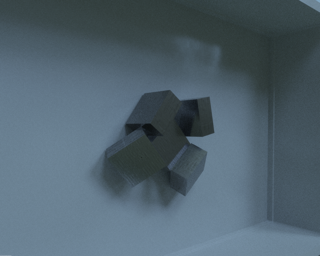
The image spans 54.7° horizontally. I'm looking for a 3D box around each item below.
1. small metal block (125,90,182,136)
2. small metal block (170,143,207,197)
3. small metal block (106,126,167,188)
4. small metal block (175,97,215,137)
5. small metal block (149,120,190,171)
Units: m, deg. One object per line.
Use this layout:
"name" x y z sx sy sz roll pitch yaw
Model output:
"small metal block" -0.008 -0.018 0.383 0.025 0.050 0.050 44 63 -31
"small metal block" 0.039 0.057 0.422 0.050 0.025 0.050 -49 156 -29
"small metal block" -0.028 0.035 0.368 0.050 0.025 0.050 -33 115 0
"small metal block" 0.044 -0.015 0.427 0.025 0.050 0.050 -15 100 -40
"small metal block" 0.007 0.021 0.412 0.050 0.025 0.050 -50 120 -29
